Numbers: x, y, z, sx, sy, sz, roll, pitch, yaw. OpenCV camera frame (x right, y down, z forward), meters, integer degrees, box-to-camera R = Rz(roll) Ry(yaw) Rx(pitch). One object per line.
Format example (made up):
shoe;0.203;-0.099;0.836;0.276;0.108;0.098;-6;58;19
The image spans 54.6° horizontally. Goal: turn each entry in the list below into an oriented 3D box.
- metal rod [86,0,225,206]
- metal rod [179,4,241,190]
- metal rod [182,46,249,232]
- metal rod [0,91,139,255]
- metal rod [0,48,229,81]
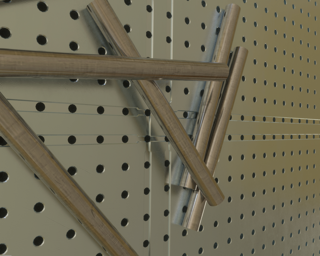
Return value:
metal rod;0.003;-0.020;0.391;0.025;0.025;0.299;-43;110;-31
metal rod;0.079;-0.055;0.473;0.025;0.025;0.299;26;74;-37
metal rod;0.089;0.007;0.482;0.025;0.025;0.299;30;71;-36
metal rod;-0.093;0.073;0.330;0.025;0.025;0.299;-47;118;-30
metal rod;-0.039;-0.064;0.333;0.302;0.025;0.025;-5;94;-35
